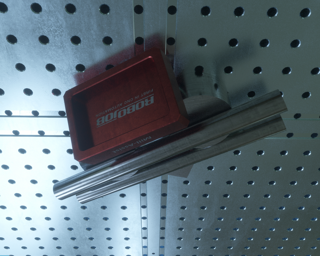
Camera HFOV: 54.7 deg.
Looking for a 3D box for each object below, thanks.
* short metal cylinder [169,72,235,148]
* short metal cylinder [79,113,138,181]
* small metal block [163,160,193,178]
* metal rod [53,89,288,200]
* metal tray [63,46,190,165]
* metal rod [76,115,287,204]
[{"bbox_3d":[0.046,-0.021,0.378,0.081,0.050,0.079,0,130,0],"label":"short metal cylinder"},{"bbox_3d":[-0.065,0.026,0.416,0.081,0.050,0.079,0,130,0],"label":"short metal cylinder"},{"bbox_3d":[0.022,0.043,0.447,0.050,0.025,0.050,11,129,-10],"label":"small metal block"},{"bbox_3d":[-0.003,0.028,0.368,0.300,0.025,0.025,-23,127,18],"label":"metal rod"},{"bbox_3d":[-0.042,-0.022,0.347,0.130,0.090,0.030,-23,159,17],"label":"metal tray"},{"bbox_3d":[0.015,0.046,0.417,0.300,0.025,0.025,-22,127,17],"label":"metal rod"}]
